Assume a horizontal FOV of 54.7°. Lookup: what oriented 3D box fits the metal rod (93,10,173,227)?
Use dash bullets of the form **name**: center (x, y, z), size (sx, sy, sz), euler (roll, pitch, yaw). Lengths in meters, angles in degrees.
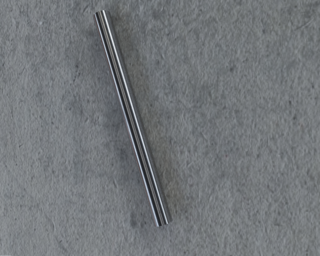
- **metal rod**: center (-0.039, -0.017, 0.421), size (0.025, 0.025, 0.299), euler (-19, 84, 19)
